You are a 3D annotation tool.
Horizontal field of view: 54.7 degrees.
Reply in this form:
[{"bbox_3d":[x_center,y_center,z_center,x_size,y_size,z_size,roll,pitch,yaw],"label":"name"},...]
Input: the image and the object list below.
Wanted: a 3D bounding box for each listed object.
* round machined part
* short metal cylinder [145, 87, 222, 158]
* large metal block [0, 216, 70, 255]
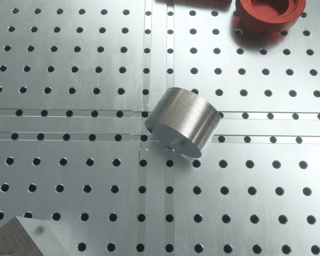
[{"bbox_3d":[0.164,-0.185,0.471,0.099,0.042,0.098,0,70,0],"label":"round machined part"},{"bbox_3d":[0.028,-0.006,0.385,0.080,0.080,0.050,30,73,10],"label":"short metal cylinder"},{"bbox_3d":[-0.135,0.144,0.329,0.050,0.080,0.080,-40,75,-13],"label":"large metal block"}]
